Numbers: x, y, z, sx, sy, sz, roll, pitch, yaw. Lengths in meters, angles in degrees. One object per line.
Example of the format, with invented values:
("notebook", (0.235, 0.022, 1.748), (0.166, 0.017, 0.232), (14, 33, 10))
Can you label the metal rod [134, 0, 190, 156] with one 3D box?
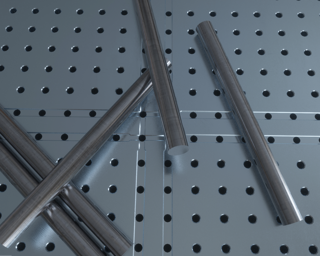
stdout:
("metal rod", (-0.007, -0.102, 0.421), (0.025, 0.025, 0.299), (-10, 60, -4))

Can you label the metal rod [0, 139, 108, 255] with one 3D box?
("metal rod", (-0.145, 0.088, 0.377), (0.300, 0.025, 0.025), (42, 75, 13))

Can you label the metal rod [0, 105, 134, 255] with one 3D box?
("metal rod", (-0.148, 0.046, 0.392), (0.300, 0.025, 0.025), (42, 75, 13))

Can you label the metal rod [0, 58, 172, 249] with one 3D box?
("metal rod", (-0.081, 0.013, 0.387), (0.025, 0.025, 0.301), (34, 66, 11))

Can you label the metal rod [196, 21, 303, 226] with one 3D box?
("metal rod", (0.113, -0.020, 0.420), (0.025, 0.025, 0.299), (-17, 71, -7))
